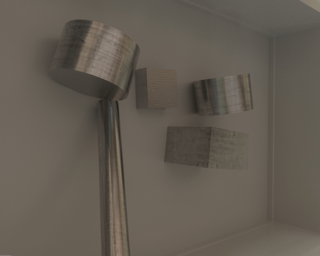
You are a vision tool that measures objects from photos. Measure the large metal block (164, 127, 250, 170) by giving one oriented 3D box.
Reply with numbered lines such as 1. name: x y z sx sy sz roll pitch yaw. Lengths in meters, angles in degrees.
1. large metal block: 0.065 0.028 0.427 0.081 0.080 0.050 9 84 -40

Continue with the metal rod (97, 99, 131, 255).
1. metal rod: -0.041 0.097 0.280 0.025 0.025 0.299 21 47 -38

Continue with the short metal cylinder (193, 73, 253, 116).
1. short metal cylinder: 0.092 -0.049 0.450 0.081 0.080 0.050 -14 99 -39

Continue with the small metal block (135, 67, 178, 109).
1. small metal block: -0.004 -0.051 0.405 0.050 0.025 0.050 -4 93 -40

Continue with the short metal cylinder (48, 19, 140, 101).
1. short metal cylinder: -0.066 -0.066 0.317 0.080 0.080 0.050 23 76 -38
